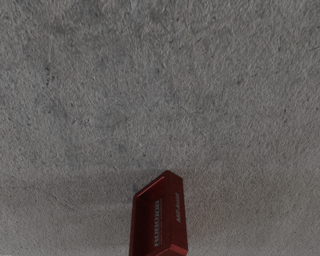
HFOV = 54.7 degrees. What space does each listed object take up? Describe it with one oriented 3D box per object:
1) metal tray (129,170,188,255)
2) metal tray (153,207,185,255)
[{"bbox_3d":[-0.004,0.137,0.455,0.030,0.130,0.090,33,122,-25],"label":"metal tray"},{"bbox_3d":[0.021,0.213,0.545,0.030,0.090,0.129,-13,129,5],"label":"metal tray"}]
